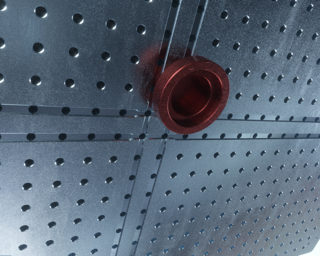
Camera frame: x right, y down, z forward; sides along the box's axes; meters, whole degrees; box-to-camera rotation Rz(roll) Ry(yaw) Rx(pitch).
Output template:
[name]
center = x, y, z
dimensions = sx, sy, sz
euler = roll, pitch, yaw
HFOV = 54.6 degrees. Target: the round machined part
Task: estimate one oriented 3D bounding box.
[round machined part]
center = 0.035, -0.044, 0.391
dimensions = 0.099, 0.042, 0.097
euler = -14, 124, -21
